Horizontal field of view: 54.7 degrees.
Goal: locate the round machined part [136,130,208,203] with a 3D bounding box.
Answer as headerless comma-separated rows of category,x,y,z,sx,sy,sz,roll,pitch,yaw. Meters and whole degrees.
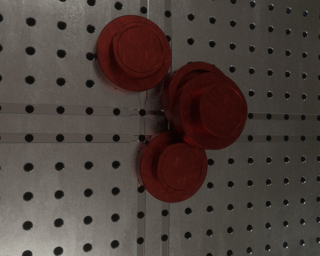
round machined part,0.021,0.052,0.413,0.099,0.042,0.097,0,90,-20

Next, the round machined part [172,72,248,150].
round machined part,0.068,-0.022,0.383,0.099,0.042,0.097,1,87,-23

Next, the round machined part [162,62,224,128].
round machined part,0.047,-0.037,0.420,0.099,0.042,0.097,1,87,-23

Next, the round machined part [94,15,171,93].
round machined part,-0.031,-0.095,0.393,0.099,0.042,0.097,0,90,-21
